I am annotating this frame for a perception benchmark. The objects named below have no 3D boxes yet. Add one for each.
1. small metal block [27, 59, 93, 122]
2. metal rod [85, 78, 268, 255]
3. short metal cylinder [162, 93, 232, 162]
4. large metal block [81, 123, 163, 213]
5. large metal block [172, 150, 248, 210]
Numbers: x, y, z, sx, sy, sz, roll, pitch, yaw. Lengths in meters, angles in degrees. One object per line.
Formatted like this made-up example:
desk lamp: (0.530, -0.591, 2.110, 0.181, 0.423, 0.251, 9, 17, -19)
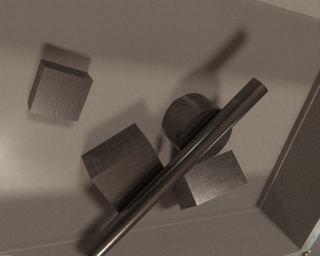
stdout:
small metal block: (-0.106, -0.039, 0.328, 0.050, 0.025, 0.050, 13, 112, -34)
metal rod: (0.018, 0.054, 0.388, 0.300, 0.025, 0.025, -46, 130, 3)
short metal cylinder: (0.050, -0.001, 0.421, 0.081, 0.050, 0.079, -14, 124, -21)
large metal block: (-0.042, 0.054, 0.404, 0.080, 0.050, 0.080, -32, 129, -8)
large metal block: (0.067, 0.078, 0.454, 0.081, 0.050, 0.080, -19, 166, -18)
